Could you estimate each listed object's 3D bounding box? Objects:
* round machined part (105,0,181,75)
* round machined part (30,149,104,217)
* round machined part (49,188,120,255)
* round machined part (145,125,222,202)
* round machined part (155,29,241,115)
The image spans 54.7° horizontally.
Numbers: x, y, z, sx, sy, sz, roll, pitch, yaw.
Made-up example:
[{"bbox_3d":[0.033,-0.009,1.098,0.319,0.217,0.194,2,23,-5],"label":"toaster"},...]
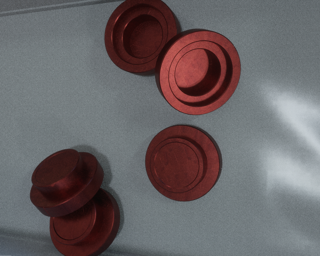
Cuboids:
[{"bbox_3d":[-0.019,-0.118,0.407,0.098,0.042,0.097,0,90,19],"label":"round machined part"},{"bbox_3d":[-0.129,0.066,0.414,0.098,0.098,0.042,-10,126,19],"label":"round machined part"},{"bbox_3d":[-0.108,0.124,0.420,0.098,0.042,0.098,-7,64,16],"label":"round machined part"},{"bbox_3d":[0.026,0.045,0.392,0.098,0.042,0.097,0,90,19],"label":"round machined part"},{"bbox_3d":[0.042,-0.068,0.369,0.099,0.042,0.097,-6,114,-13],"label":"round machined part"}]
